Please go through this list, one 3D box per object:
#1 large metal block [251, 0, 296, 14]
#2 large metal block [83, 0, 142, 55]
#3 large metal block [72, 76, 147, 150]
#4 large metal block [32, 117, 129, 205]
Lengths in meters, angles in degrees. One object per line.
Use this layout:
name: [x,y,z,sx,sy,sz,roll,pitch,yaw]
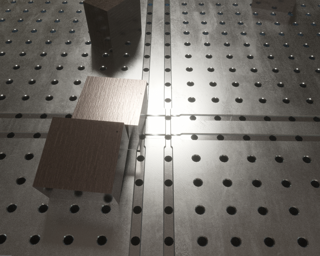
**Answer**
large metal block: [0.238,-0.283,0.633,0.080,0.050,0.080,14,51,11]
large metal block: [-0.077,-0.187,0.528,0.050,0.080,0.080,29,56,22]
large metal block: [-0.062,-0.021,0.408,0.080,0.050,0.080,5,50,3]
large metal block: [-0.083,0.037,0.348,0.080,0.050,0.080,5,64,3]
